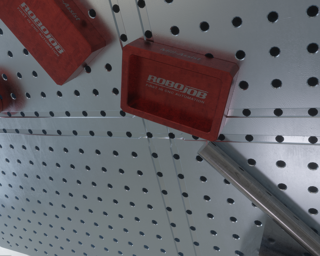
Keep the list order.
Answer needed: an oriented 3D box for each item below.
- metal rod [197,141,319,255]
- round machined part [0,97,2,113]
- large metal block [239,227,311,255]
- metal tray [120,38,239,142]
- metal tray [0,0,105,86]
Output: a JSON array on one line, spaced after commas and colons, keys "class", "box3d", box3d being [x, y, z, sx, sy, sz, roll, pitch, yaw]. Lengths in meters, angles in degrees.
[{"class": "metal rod", "box3d": [0.168, 0.123, 0.398, 0.300, 0.025, 0.025, 41, 129, -1]}, {"class": "round machined part", "box3d": [-0.318, -0.045, 0.540, 0.098, 0.042, 0.097, 13, 124, 21]}, {"class": "large metal block", "box3d": [0.160, 0.200, 0.434, 0.080, 0.050, 0.079, 29, 128, 9]}, {"class": "metal tray", "box3d": [0.018, -0.046, 0.370, 0.130, 0.030, 0.089, 19, 126, 17]}, {"class": "metal tray", "box3d": [-0.144, -0.131, 0.403, 0.090, 0.030, 0.130, -33, 100, 38]}]
